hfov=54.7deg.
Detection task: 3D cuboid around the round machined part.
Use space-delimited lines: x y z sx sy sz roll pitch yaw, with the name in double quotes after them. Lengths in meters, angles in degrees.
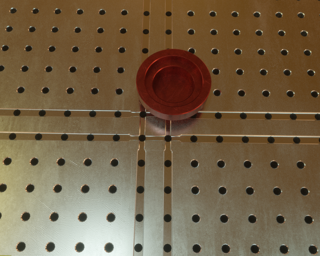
0.018 -0.055 0.423 0.099 0.042 0.098 0 70 -1 "round machined part"
